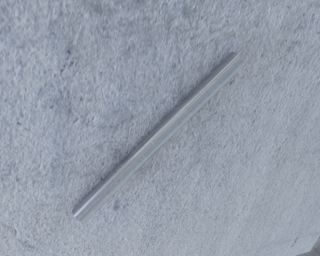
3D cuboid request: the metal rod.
[{"bbox_3d":[-0.004,0.014,0.414,0.300,0.025,0.025,-45,130,3],"label":"metal rod"}]
